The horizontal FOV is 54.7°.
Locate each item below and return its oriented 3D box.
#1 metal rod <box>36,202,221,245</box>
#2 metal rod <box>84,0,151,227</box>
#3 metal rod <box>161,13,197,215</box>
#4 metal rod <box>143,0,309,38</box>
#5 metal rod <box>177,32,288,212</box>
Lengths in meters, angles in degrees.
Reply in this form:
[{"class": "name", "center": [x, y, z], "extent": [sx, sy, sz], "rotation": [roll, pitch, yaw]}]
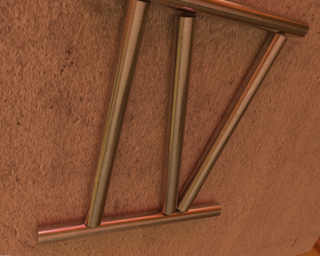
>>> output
[{"class": "metal rod", "center": [-0.030, 0.143, 0.481], "extent": [0.303, 0.025, 0.025], "rotation": [1, 118, -29]}, {"class": "metal rod", "center": [-0.058, 0.000, 0.377], "extent": [0.025, 0.025, 0.298], "rotation": [1, 118, -29]}, {"class": "metal rod", "center": [0.021, 0.002, 0.422], "extent": [0.025, 0.025, 0.298], "rotation": [-11, 123, -23]}, {"class": "metal rod", "center": [0.065, -0.140, 0.359], "extent": [0.303, 0.025, 0.025], "rotation": [1, 118, -29]}, {"class": "metal rod", "center": [0.098, 0.002, 0.465], "extent": [0.025, 0.025, 0.298], "rotation": [14, 111, -35]}]
